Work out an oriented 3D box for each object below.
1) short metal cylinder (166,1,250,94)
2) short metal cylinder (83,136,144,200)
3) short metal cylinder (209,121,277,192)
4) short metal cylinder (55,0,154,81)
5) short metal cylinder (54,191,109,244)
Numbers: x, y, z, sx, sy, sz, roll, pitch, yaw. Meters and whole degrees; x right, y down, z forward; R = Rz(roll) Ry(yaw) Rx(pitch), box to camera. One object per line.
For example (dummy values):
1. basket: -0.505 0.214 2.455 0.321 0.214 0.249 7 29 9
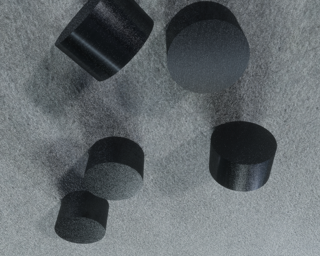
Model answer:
1. short metal cylinder: 0.047 -0.083 0.321 0.081 0.050 0.079 0 130 0
2. short metal cylinder: -0.063 0.058 0.439 0.081 0.050 0.079 0 130 0
3. short metal cylinder: 0.105 0.035 0.403 0.081 0.080 0.050 -3 130 1
4. short metal cylinder: -0.052 -0.091 0.293 0.080 0.080 0.050 -34 123 25
5. short metal cylinder: -0.128 0.149 0.516 0.081 0.050 0.079 0 130 0
